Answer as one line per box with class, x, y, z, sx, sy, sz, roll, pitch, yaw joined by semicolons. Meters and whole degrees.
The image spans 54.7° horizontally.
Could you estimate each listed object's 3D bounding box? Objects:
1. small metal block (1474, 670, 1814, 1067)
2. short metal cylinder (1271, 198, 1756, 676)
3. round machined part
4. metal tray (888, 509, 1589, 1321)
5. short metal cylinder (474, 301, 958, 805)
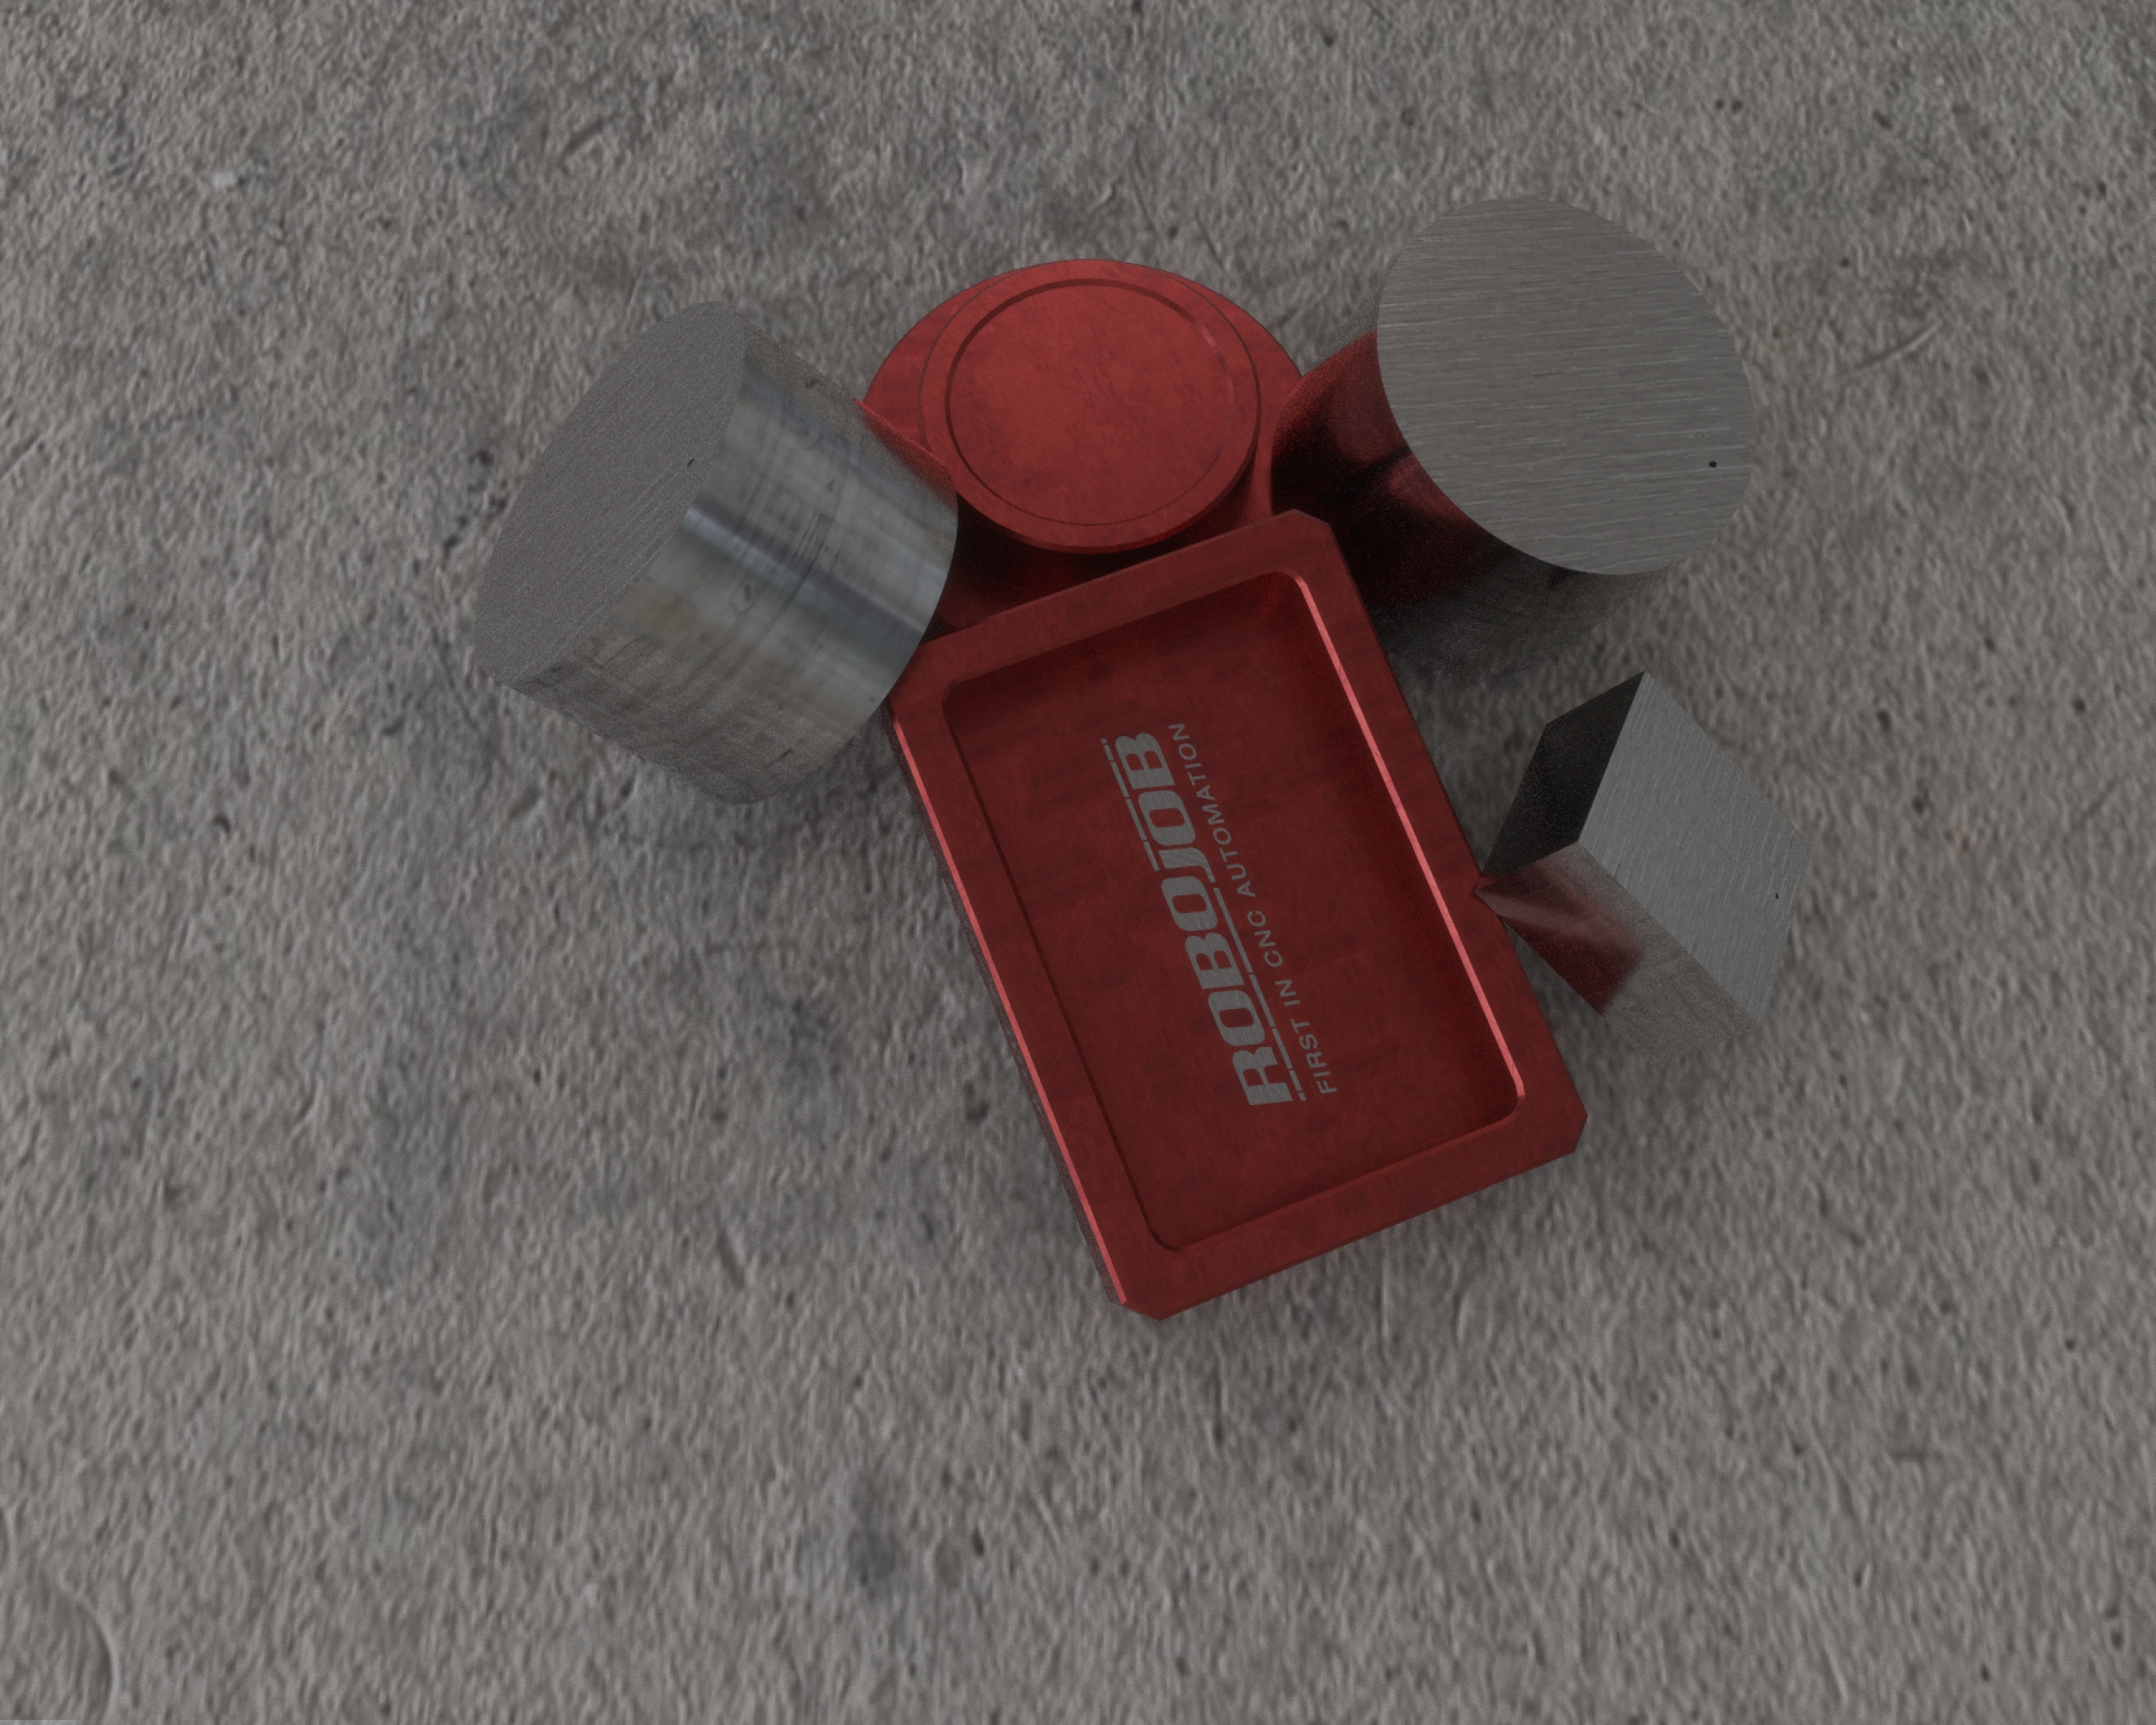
small metal block;0.107;0.001;0.391;0.050;0.025;0.050;43;49;-13
short metal cylinder;0.086;-0.084;0.416;0.081;0.050;0.080;6;71;-17
round machined part;0.002;-0.085;0.432;0.099;0.042;0.098;0;70;0
metal tray;0.027;0.009;0.392;0.091;0.030;0.129;-21;81;-8
short metal cylinder;-0.069;-0.057;0.394;0.050;0.080;0.080;32;66;-36
